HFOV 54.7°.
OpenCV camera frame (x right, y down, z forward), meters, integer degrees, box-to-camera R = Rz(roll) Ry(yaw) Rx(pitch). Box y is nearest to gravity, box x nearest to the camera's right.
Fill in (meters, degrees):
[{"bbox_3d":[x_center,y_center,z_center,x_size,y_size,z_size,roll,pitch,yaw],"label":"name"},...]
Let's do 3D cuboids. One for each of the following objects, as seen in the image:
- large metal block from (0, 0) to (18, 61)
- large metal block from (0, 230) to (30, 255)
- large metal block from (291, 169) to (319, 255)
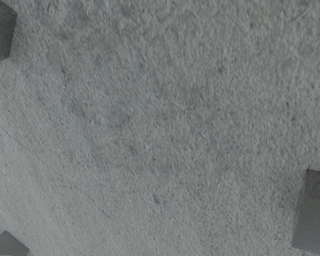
[{"bbox_3d":[-0.256,-0.146,0.433,0.080,0.050,0.080,38,129,2],"label":"large metal block"},{"bbox_3d":[-0.388,0.318,0.768,0.080,0.080,0.050,39,129,2],"label":"large metal block"},{"bbox_3d":[0.199,0.101,0.348,0.080,0.050,0.079,11,123,22],"label":"large metal block"}]
